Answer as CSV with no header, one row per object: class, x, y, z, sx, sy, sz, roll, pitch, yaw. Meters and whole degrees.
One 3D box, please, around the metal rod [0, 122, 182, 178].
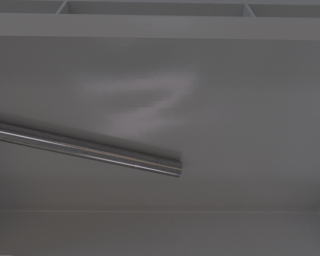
metal rod,-0.115,0.028,0.431,0.302,0.025,0.025,13,129,-12
